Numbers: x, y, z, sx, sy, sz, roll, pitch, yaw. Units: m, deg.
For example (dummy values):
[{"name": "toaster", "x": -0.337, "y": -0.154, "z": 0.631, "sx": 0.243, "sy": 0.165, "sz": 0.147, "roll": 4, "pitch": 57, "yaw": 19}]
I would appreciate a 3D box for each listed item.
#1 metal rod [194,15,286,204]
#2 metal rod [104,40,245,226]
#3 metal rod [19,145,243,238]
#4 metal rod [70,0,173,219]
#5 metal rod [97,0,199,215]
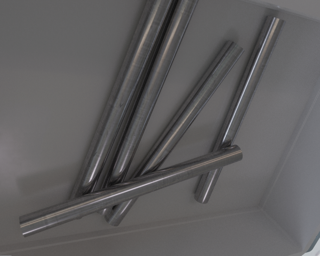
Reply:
[{"name": "metal rod", "x": 0.110, "y": -0.012, "z": 0.461, "sx": 0.025, "sy": 0.025, "sz": 0.298, "roll": 3, "pitch": 117, "yaw": -30}, {"name": "metal rod", "x": 0.014, "y": 0.015, "z": 0.424, "sx": 0.025, "sy": 0.025, "sz": 0.299, "roll": 26, "pitch": 104, "yaw": -37}, {"name": "metal rod", "x": -0.022, "y": 0.075, "z": 0.409, "sx": 0.302, "sy": 0.025, "sz": 0.025, "roll": -16, "pitch": 125, "yaw": -20}, {"name": "metal rod", "x": -0.056, "y": -0.014, "z": 0.369, "sx": 0.025, "sy": 0.025, "sz": 0.298, "roll": 12, "pitch": 112, "yaw": -34}, {"name": "metal rod", "x": -0.025, "y": -0.016, "z": 0.385, "sx": 0.025, "sy": 0.025, "sz": 0.298, "roll": 10, "pitch": 113, "yaw": -33}]
